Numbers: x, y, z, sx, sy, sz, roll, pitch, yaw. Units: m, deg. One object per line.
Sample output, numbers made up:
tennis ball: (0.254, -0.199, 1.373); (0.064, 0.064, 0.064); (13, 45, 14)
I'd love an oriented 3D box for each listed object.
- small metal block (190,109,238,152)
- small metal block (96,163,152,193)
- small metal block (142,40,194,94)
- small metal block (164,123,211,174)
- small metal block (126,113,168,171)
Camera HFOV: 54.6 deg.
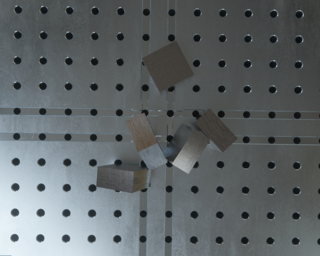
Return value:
small metal block: (0.068, 0.003, 0.401); (0.025, 0.050, 0.050); (-43, 90, 0)
small metal block: (-0.044, 0.062, 0.393); (0.050, 0.050, 0.025); (5, 91, 24)
small metal block: (0.010, -0.080, 0.413); (0.050, 0.025, 0.050); (-28, 90, 0)
small metal block: (0.032, 0.025, 0.399); (0.025, 0.050, 0.050); (33, 90, -16)
small metal block: (-0.016, 0.018, 0.391); (0.025, 0.050, 0.050); (-25, 53, 0)
